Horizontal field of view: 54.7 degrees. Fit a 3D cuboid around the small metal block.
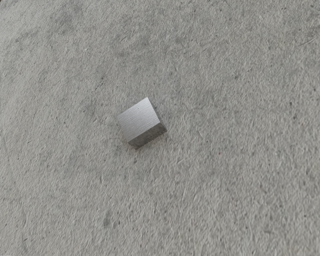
[{"bbox_3d":[-0.024,-0.006,0.421,0.050,0.025,0.050,-32,52,7],"label":"small metal block"}]
